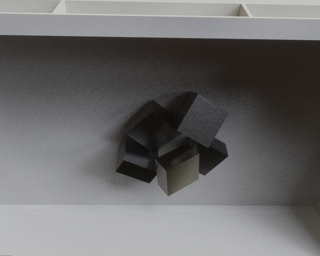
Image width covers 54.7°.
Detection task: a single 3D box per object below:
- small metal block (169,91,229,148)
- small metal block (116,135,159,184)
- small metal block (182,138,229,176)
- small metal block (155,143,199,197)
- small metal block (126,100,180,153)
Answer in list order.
[{"bbox_3d":[0.048,-0.010,0.384,0.050,0.025,0.050,30,91,-24],"label":"small metal block"},{"bbox_3d":[-0.030,0.042,0.425,0.050,0.050,0.025,23,126,-19],"label":"small metal block"},{"bbox_3d":[0.059,0.035,0.437,0.050,0.025,0.050,28,124,-23],"label":"small metal block"},{"bbox_3d":[0.024,0.055,0.406,0.050,0.025,0.050,-25,134,-22],"label":"small metal block"},{"bbox_3d":[-0.008,-0.001,0.405,0.050,0.025,0.050,36,121,-27],"label":"small metal block"}]
